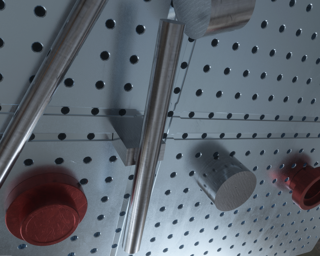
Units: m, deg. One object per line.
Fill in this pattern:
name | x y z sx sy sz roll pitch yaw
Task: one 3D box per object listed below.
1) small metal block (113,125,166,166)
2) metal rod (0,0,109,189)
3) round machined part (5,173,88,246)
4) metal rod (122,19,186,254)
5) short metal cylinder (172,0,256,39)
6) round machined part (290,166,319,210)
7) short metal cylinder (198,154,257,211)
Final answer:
small metal block | -0.027 0.020 0.392 0.050 0.050 0.025 -6 121 -25
metal rod | -0.135 -0.019 0.325 0.025 0.025 0.299 25 105 -37
round machined part | -0.140 0.109 0.391 0.099 0.042 0.097 -14 124 -21
metal rod | -0.014 0.031 0.357 0.025 0.025 0.298 -3 120 -27
short metal cylinder | 0.053 -0.137 0.319 0.050 0.080 0.079 -18 126 -18
round machined part | 0.312 0.119 0.644 0.099 0.042 0.097 -14 124 -21
short metal cylinder | 0.110 0.089 0.510 0.081 0.050 0.079 -14 124 -21
